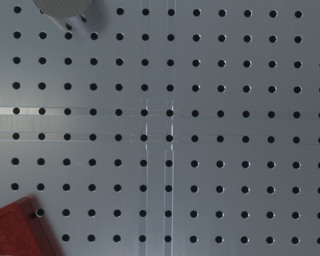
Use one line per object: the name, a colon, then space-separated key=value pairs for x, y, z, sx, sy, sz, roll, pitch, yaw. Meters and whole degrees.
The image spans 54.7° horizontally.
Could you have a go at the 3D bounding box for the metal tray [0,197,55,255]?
metal tray: x=-0.195 y=0.170 z=0.409 sx=0.090 sy=0.030 sz=0.129 roll=-25 pitch=90 yaw=0

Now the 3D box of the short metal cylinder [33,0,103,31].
short metal cylinder: x=-0.118 y=-0.172 z=0.400 sx=0.081 sy=0.050 sz=0.080 roll=0 pitch=90 yaw=0
